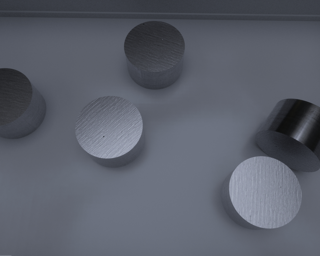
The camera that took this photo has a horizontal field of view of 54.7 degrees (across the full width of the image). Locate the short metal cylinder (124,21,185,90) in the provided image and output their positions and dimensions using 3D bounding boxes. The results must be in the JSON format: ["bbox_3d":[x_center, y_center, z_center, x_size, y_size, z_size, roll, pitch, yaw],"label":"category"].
[{"bbox_3d":[-0.007,-0.101,0.433,0.081,0.050,0.080,0,70,0],"label":"short metal cylinder"}]

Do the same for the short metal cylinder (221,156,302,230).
[{"bbox_3d":[0.117,0.079,0.368,0.081,0.050,0.080,0,70,0],"label":"short metal cylinder"}]

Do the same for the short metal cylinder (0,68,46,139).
[{"bbox_3d":[-0.198,-0.031,0.406,0.081,0.050,0.080,0,70,0],"label":"short metal cylinder"}]

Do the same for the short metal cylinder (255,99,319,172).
[{"bbox_3d":[0.166,0.010,0.378,0.080,0.080,0.050,34,74,11],"label":"short metal cylinder"}]

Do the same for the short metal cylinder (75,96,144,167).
[{"bbox_3d":[-0.061,0.006,0.394,0.081,0.050,0.080,0,70,0],"label":"short metal cylinder"}]
